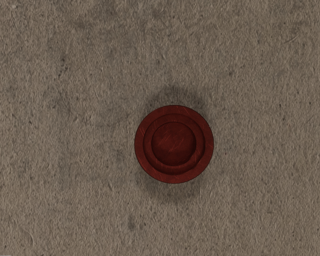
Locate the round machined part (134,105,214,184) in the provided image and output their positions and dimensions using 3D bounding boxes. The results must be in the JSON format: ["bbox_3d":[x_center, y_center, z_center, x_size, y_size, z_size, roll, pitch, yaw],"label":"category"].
[{"bbox_3d":[0.018,0.020,0.402,0.099,0.042,0.097,0,90,-1],"label":"round machined part"}]
